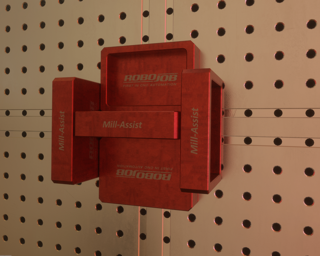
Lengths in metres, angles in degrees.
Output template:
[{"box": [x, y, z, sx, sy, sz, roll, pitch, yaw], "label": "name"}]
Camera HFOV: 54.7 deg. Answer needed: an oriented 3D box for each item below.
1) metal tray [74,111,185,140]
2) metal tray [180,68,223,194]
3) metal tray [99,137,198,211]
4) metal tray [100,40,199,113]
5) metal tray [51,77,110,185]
[{"box": [-0.027, -0.004, 0.385, 0.130, 0.090, 0.030, 1, 91, 19], "label": "metal tray"}, {"box": [0.050, 0.003, 0.359, 0.030, 0.090, 0.129, 1, 90, 20], "label": "metal tray"}, {"box": [-0.017, 0.057, 0.413, 0.130, 0.030, 0.089, 1, 90, 19], "label": "metal tray"}, {"box": [-0.015, -0.064, 0.414, 0.130, 0.030, 0.089, 1, 90, 19], "label": "metal tray"}, {"box": [-0.102, 0.003, 0.412, 0.030, 0.090, 0.129, 1, 90, 20], "label": "metal tray"}]
